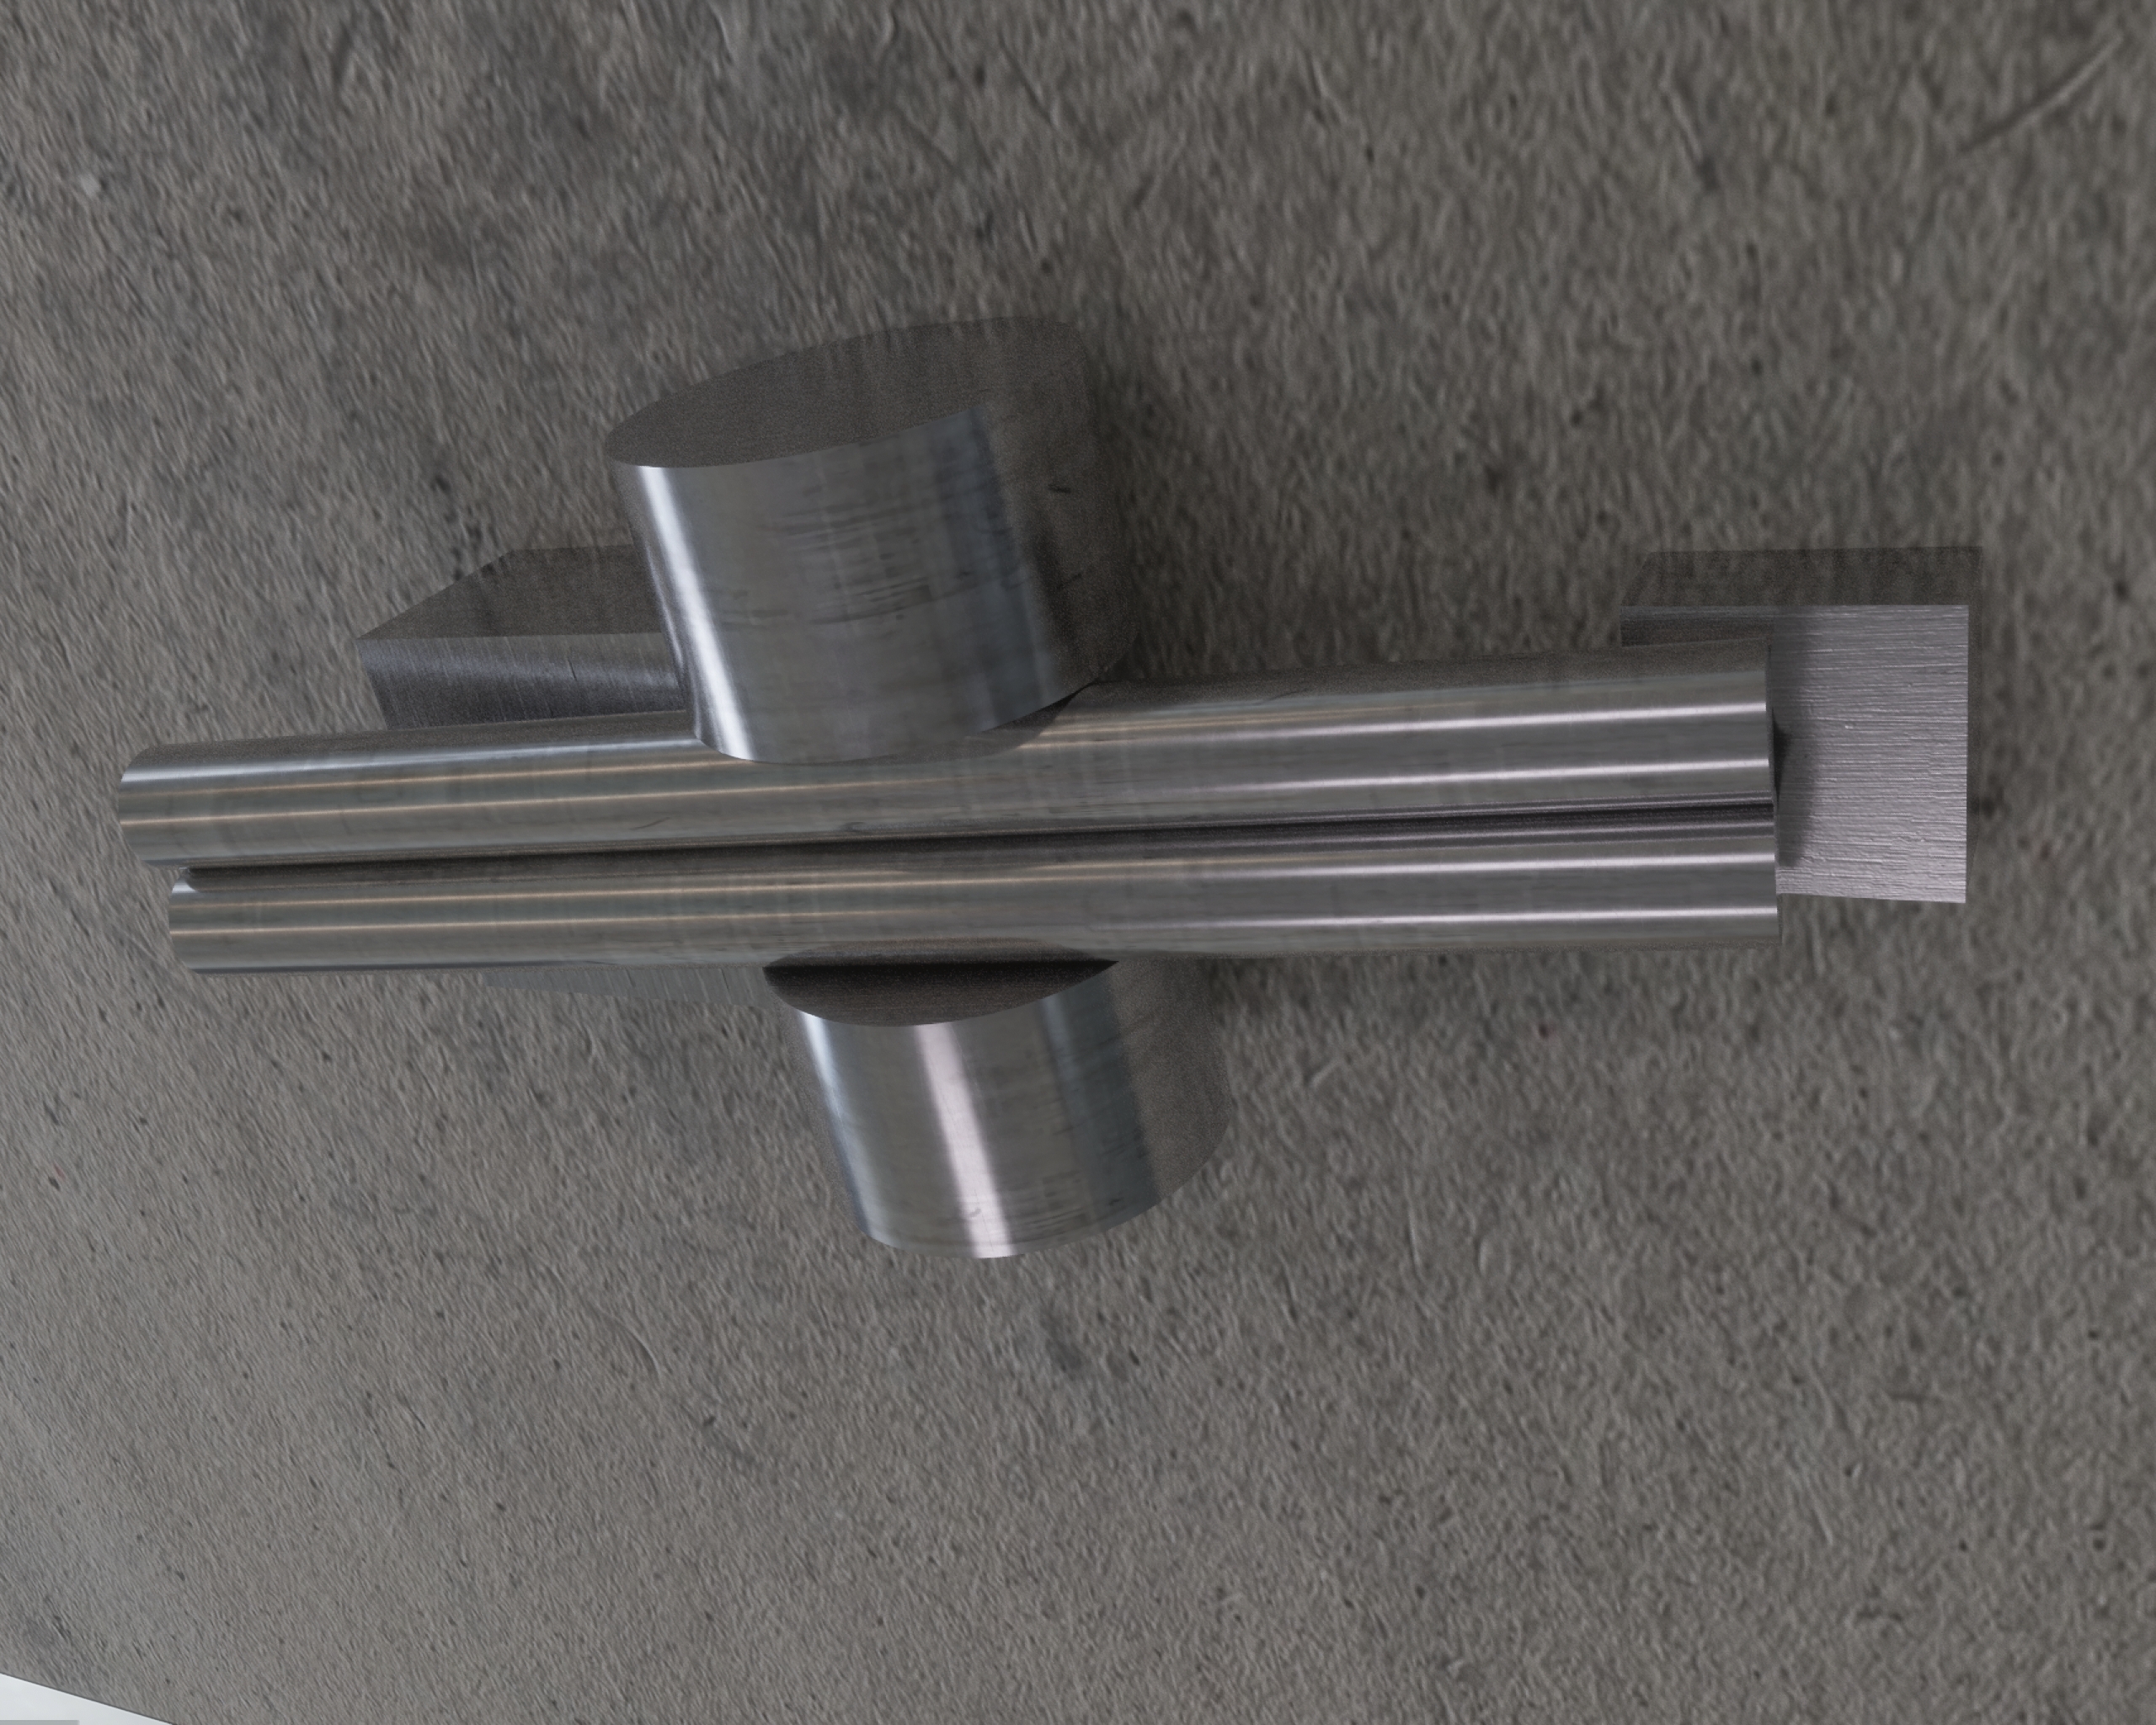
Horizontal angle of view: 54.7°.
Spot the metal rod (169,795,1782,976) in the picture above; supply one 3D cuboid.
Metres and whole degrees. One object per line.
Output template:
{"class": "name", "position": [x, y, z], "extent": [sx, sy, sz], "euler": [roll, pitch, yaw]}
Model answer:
{"class": "metal rod", "position": [-0.034, 0.006, 0.372], "extent": [0.301, 0.025, 0.025], "euler": [-2, 118, 20]}

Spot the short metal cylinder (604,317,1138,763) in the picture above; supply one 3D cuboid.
{"class": "short metal cylinder", "position": [-0.034, -0.057, 0.355], "extent": [0.080, 0.080, 0.050], "euler": [2, 119, 27]}

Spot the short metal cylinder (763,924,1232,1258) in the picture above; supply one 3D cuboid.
{"class": "short metal cylinder", "position": [-0.014, 0.031, 0.399], "extent": [0.080, 0.080, 0.050], "euler": [2, 119, 27]}

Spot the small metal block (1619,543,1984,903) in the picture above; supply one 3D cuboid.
{"class": "small metal block", "position": [0.116, -0.023, 0.333], "extent": [0.050, 0.025, 0.050], "euler": [3, 120, 27]}

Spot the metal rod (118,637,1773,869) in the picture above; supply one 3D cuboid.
{"class": "metal rod", "position": [-0.039, -0.016, 0.361], "extent": [0.301, 0.025, 0.025], "euler": [-2, 118, 20]}

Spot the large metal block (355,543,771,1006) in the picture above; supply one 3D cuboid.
{"class": "large metal block", "position": [-0.087, -0.019, 0.427], "extent": [0.080, 0.050, 0.080], "euler": [2, 119, 27]}
